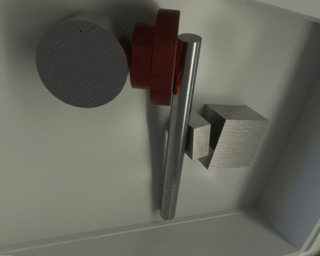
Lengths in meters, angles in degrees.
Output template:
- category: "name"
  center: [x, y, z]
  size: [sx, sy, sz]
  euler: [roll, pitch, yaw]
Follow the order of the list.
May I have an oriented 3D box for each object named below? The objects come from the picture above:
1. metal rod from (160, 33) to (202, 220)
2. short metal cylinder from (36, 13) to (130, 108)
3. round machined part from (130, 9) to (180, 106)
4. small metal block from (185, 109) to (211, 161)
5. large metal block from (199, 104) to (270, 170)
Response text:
- category: "metal rod"
  center: [0.022, 0.023, 0.412]
  size: [0.025, 0.025, 0.298]
  euler: [-13, 132, -21]
- category: "short metal cylinder"
  center: [-0.069, -0.066, 0.296]
  size: [0.081, 0.050, 0.079]
  euler: [0, 117, 0]
- category: "round machined part"
  center: [-0.005, -0.073, 0.324]
  size: [0.042, 0.098, 0.097]
  euler: [6, 120, 2]
- category: "small metal block"
  center: [0.043, 0.007, 0.422]
  size: [0.025, 0.050, 0.050]
  euler: [-16, 125, -22]
- category: "large metal block"
  center: [0.101, 0.012, 0.458]
  size: [0.081, 0.050, 0.079]
  euler: [0, 118, -29]
